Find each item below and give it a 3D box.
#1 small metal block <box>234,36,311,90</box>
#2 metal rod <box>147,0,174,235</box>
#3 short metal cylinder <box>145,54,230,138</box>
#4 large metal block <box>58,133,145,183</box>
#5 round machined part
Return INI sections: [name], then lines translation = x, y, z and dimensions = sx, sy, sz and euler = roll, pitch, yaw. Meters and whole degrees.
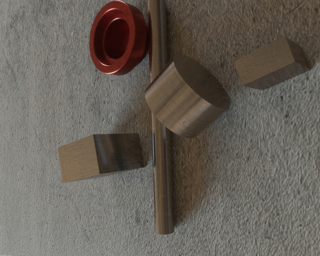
[small metal block]
translation = 0.109, -0.060, 0.298
dimensions = 0.050, 0.050, 0.025
euler = -24, 75, 37
[metal rod]
translation = 0.001, -0.016, 0.402
dimensions = 0.025, 0.025, 0.298
euler = -3, 88, 39
[short metal cylinder]
translation = 0.031, -0.035, 0.342
dimensions = 0.050, 0.081, 0.080
euler = -46, 63, 30
[large metal block]
translation = -0.082, 0.042, 0.435
dimensions = 0.080, 0.081, 0.050
euler = -18, 79, 38
[round machined part]
translation = -0.053, -0.122, 0.433
dimensions = 0.098, 0.042, 0.097
euler = 0, 91, 42
